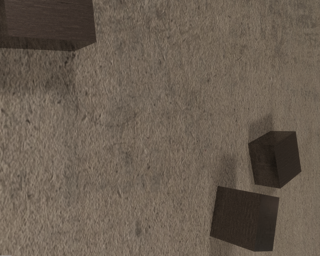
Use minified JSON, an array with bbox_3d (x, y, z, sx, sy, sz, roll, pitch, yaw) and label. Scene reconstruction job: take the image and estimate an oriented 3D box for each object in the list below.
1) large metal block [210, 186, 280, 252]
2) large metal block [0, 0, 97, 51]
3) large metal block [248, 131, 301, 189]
[{"bbox_3d":[0.131,0.139,0.482,0.050,0.080,0.080,18,78,-39],"label":"large metal block"},{"bbox_3d":[-0.113,-0.119,0.295,0.081,0.050,0.079,-9,96,-40],"label":"large metal block"},{"bbox_3d":[0.213,0.055,0.571,0.081,0.050,0.079,-21,104,-38],"label":"large metal block"}]
